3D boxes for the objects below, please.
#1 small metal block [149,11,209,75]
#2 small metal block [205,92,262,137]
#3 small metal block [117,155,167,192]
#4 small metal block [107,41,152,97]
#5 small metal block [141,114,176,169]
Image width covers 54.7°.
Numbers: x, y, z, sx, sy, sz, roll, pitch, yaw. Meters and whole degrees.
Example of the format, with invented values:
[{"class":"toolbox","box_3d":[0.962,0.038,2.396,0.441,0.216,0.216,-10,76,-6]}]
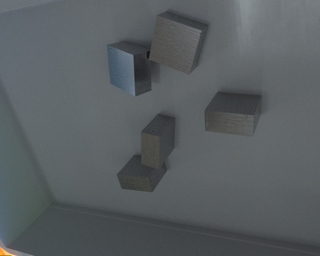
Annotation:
[{"class":"small metal block","box_3d":[0.020,-0.094,0.339,0.050,0.025,0.050,23,127,13]},{"class":"small metal block","box_3d":[0.081,-0.017,0.339,0.050,0.050,0.025,8,122,24]},{"class":"small metal block","box_3d":[-0.025,0.064,0.444,0.050,0.050,0.025,0,118,28]},{"class":"small metal block","box_3d":[-0.037,-0.072,0.371,0.050,0.025,0.050,30,132,39]},{"class":"small metal block","box_3d":[-0.002,0.017,0.403,0.025,0.050,0.050,14,124,20]}]
